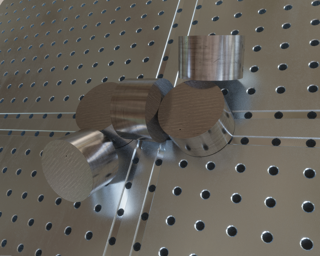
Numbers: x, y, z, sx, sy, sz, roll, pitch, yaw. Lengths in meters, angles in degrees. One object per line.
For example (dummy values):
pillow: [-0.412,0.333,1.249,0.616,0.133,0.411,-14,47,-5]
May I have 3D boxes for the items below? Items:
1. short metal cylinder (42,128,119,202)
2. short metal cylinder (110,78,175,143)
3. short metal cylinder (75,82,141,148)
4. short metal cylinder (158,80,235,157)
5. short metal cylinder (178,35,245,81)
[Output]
short metal cylinder: [-0.100,0.045,0.389,0.080,0.050,0.079,9,110,26]
short metal cylinder: [-0.018,-0.023,0.395,0.050,0.080,0.080,5,64,30]
short metal cylinder: [-0.070,-0.018,0.437,0.080,0.050,0.080,-13,56,20]
short metal cylinder: [0.045,-0.012,0.374,0.080,0.050,0.080,-13,56,20]
short metal cylinder: [0.063,-0.088,0.385,0.080,0.081,0.050,9,108,32]
